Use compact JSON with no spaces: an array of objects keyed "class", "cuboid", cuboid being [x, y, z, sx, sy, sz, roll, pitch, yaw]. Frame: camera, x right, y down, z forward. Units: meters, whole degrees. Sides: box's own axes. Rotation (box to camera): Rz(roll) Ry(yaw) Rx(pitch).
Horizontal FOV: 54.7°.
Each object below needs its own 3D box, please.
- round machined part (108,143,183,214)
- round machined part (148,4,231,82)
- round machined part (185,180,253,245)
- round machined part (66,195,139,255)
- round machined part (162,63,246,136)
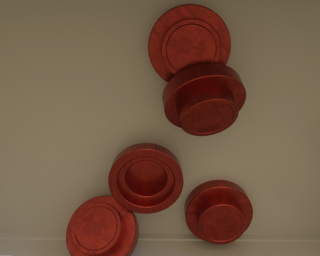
[{"class":"round machined part","cuboid":[-0.018,0.065,0.426,0.099,0.042,0.097,0,110,0]},{"class":"round machined part","cuboid":[0.035,-0.095,0.367,0.099,0.042,0.097,0,110,0]},{"class":"round machined part","cuboid":[0.086,0.129,0.450,0.099,0.042,0.097,0,110,0]},{"class":"round machined part","cuboid":[-0.081,0.139,0.422,0.099,0.098,0.042,-9,150,3]},{"class":"round machined part","cuboid":[0.054,-0.026,0.368,0.099,0.042,0.098,-6,144,-5]}]
